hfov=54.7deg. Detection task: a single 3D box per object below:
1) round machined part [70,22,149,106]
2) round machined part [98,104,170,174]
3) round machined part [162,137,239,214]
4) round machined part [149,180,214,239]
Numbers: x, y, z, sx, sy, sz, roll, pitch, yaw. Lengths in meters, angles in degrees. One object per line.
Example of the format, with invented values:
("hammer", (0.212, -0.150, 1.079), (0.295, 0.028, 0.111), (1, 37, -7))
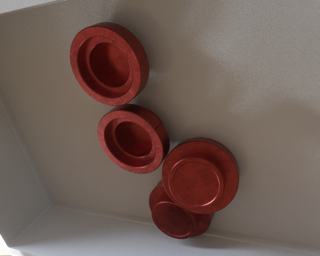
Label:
("round machined part", (-0.057, -0.080, 0.378), (0.098, 0.042, 0.097), (13, 124, 21))
("round machined part", (-0.031, 0.011, 0.421), (0.098, 0.042, 0.097), (13, 124, 21))
("round machined part", (0.049, 0.064, 0.391), (0.098, 0.042, 0.097), (3, 101, 16))
("round machined part", (0.027, 0.124, 0.458), (0.098, 0.042, 0.097), (12, 121, 22))
